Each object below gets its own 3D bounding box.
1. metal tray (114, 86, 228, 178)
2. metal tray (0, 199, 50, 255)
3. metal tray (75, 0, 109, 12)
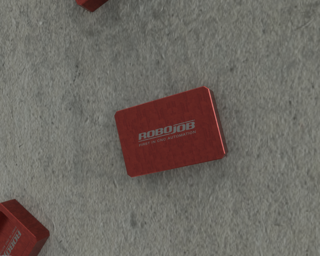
[{"bbox_3d":[0.013,0.007,0.401,0.130,0.030,0.090,-15,85,19],"label":"metal tray"},{"bbox_3d":[-0.243,0.191,0.489,0.090,0.030,0.129,36,101,16],"label":"metal tray"},{"bbox_3d":[-0.074,-0.238,0.431,0.130,0.030,0.090,-30,81,17],"label":"metal tray"}]
